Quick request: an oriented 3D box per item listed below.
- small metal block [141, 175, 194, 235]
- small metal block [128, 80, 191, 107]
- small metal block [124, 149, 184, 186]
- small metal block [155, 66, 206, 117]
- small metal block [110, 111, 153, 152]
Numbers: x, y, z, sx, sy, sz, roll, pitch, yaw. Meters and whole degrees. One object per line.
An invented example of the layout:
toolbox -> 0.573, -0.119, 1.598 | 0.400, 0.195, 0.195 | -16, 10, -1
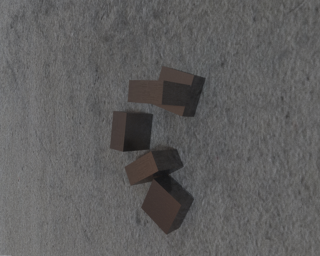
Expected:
small metal block -> 0.008, 0.096, 0.393 | 0.050, 0.025, 0.050 | 39, 120, 32
small metal block -> 0.000, -0.039, 0.355 | 0.050, 0.050, 0.025 | 8, 95, 39
small metal block -> -0.007, 0.049, 0.393 | 0.050, 0.050, 0.025 | -33, 70, 35
small metal block -> 0.023, -0.045, 0.385 | 0.050, 0.025, 0.050 | 25, 106, 37
small metal block -> -0.038, 0.004, 0.418 | 0.025, 0.050, 0.050 | 10, 96, 39
